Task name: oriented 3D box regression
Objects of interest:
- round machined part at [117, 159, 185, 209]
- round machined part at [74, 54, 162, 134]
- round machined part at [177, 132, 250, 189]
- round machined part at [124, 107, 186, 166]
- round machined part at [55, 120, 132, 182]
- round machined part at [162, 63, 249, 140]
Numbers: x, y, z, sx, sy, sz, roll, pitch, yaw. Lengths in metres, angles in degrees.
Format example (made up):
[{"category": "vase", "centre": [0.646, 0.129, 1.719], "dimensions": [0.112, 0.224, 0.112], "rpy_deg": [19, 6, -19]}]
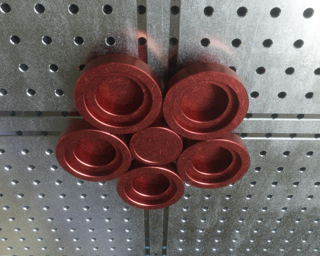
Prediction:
[{"category": "round machined part", "centre": [-0.014, 0.076, 0.464], "dimensions": [0.099, 0.042, 0.097], "rpy_deg": [0, 130, 0]}, {"category": "round machined part", "centre": [-0.047, -0.043, 0.363], "dimensions": [0.099, 0.042, 0.097], "rpy_deg": [0, 130, 0]}, {"category": "round machined part", "centre": [0.072, 0.038, 0.433], "dimensions": [0.099, 0.042, 0.097], "rpy_deg": [0, 130, 0]}, {"category": "round machined part", "centre": [-0.005, 0.012, 0.410], "dimensions": [0.099, 0.042, 0.097], "rpy_deg": [0, 130, 0]}, {"category": "round machined part", "centre": [-0.087, 0.026, 0.421], "dimensions": [0.099, 0.042, 0.097], "rpy_deg": [0, 130, 0]}, {"category": "round machined part", "centre": [0.052, -0.035, 0.370], "dimensions": [0.099, 0.042, 0.097], "rpy_deg": [0, 130, 0]}]
